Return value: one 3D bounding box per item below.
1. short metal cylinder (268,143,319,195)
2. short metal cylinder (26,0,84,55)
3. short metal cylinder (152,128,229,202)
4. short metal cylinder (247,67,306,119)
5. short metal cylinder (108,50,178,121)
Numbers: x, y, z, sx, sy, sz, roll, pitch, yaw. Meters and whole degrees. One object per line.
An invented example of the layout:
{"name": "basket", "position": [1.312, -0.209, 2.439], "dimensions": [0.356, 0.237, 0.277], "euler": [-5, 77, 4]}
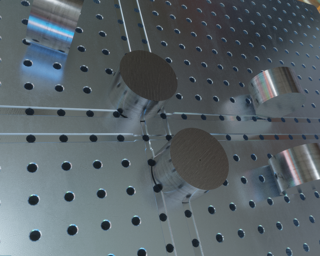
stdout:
{"name": "short metal cylinder", "position": [0.205, 0.061, 0.449], "dimensions": [0.081, 0.080, 0.050], "euler": [2, 61, -28]}
{"name": "short metal cylinder", "position": [-0.130, -0.137, 0.387], "dimensions": [0.050, 0.080, 0.080], "euler": [16, 55, -20]}
{"name": "short metal cylinder", "position": [0.037, 0.046, 0.386], "dimensions": [0.081, 0.050, 0.080], "euler": [14, 56, -21]}
{"name": "short metal cylinder", "position": [0.192, -0.057, 0.514], "dimensions": [0.081, 0.080, 0.050], "euler": [5, 60, -26]}
{"name": "short metal cylinder", "position": [-0.024, -0.057, 0.415], "dimensions": [0.081, 0.050, 0.080], "euler": [14, 56, -21]}
